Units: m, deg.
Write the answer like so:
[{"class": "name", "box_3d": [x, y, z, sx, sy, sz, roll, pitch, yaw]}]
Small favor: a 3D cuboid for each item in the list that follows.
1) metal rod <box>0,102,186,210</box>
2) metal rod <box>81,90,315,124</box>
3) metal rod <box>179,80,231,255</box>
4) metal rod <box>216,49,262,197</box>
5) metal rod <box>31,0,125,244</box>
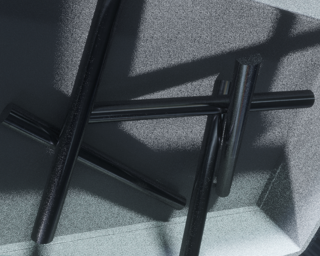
[{"class": "metal rod", "box_3d": [-0.062, 0.053, 0.408, 0.025, 0.025, 0.301, -49, 129, 6]}, {"class": "metal rod", "box_3d": [0.057, -0.028, 0.388, 0.302, 0.025, 0.025, -5, 121, -14]}, {"class": "metal rod", "box_3d": [0.056, 0.083, 0.414, 0.025, 0.025, 0.298, 14, 86, -34]}, {"class": "metal rod", "box_3d": [0.098, 0.020, 0.422, 0.025, 0.025, 0.299, -25, 145, -13]}, {"class": "metal rod", "box_3d": [-0.088, -0.011, 0.328, 0.025, 0.025, 0.298, 11, 104, -34]}]
